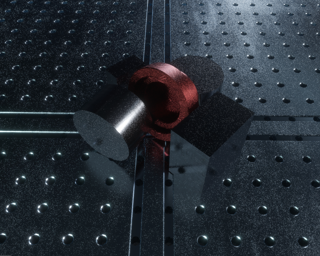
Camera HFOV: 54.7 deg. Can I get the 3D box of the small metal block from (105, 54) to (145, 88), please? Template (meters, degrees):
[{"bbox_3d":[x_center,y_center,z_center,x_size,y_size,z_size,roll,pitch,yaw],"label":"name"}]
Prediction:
[{"bbox_3d":[-0.048,-0.071,0.450,0.050,0.050,0.025,-35,59,-26],"label":"small metal block"}]

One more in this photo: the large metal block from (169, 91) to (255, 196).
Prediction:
[{"bbox_3d":[0.057,0.018,0.358,0.050,0.080,0.080,36,58,26],"label":"large metal block"}]

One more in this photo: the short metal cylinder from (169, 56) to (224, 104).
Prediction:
[{"bbox_3d":[0.047,-0.058,0.440,0.081,0.050,0.080,0,50,0],"label":"short metal cylinder"}]

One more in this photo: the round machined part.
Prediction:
[{"bbox_3d":[0.009,-0.036,0.391,0.098,0.097,0.042,34,45,24],"label":"round machined part"}]

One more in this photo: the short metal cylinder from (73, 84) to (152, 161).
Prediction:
[{"bbox_3d":[-0.057,-0.006,0.376,0.080,0.080,0.050,25,54,19],"label":"short metal cylinder"}]
